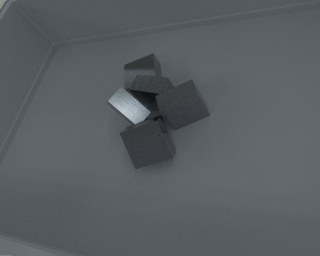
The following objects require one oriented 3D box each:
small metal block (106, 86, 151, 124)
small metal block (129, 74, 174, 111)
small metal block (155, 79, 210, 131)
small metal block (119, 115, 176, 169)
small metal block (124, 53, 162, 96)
[{"bbox_3d":[-0.044,-0.028,0.417,0.025,0.050,0.050,-50,11,-7],"label":"small metal block"},{"bbox_3d":[-0.005,-0.046,0.420,0.050,0.050,0.025,13,68,33],"label":"small metal block"},{"bbox_3d":[0.030,-0.028,0.391,0.050,0.050,0.025,-24,53,14],"label":"small metal block"},{"bbox_3d":[-0.014,0.018,0.384,0.050,0.050,0.025,-19,12,17],"label":"small metal block"},{"bbox_3d":[-0.025,-0.078,0.467,0.050,0.025,0.050,-18,55,18],"label":"small metal block"}]
